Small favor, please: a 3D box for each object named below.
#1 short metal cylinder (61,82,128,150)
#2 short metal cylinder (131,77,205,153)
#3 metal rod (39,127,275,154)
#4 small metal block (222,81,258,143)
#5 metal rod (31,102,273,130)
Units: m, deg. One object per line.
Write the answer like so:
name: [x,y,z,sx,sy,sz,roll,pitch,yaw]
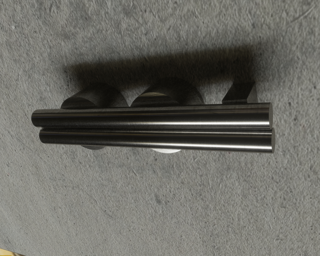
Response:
short metal cylinder: [-0.089,-0.017,0.427,0.080,0.050,0.079,13,124,21]
short metal cylinder: [0.010,-0.016,0.378,0.080,0.050,0.079,13,124,21]
metal rod: [-0.026,0.011,0.363,0.300,0.025,0.025,0,119,28]
small metal block: [0.090,-0.017,0.336,0.025,0.050,0.050,-2,117,29]
metal rod: [-0.032,-0.012,0.352,0.300,0.025,0.025,0,119,28]
